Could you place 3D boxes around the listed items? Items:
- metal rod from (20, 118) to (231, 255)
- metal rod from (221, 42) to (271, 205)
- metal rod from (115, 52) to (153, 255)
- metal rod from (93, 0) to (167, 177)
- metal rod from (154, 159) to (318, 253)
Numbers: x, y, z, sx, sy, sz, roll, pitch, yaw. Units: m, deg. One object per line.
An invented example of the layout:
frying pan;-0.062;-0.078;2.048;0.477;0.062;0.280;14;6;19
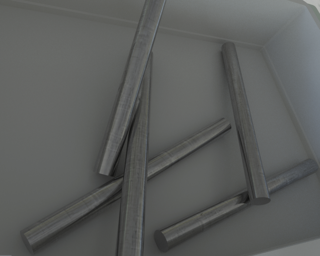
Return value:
metal rod;-0.012;0.050;0.369;0.302;0.025;0.025;-26;77;-37
metal rod;0.125;-0.028;0.474;0.025;0.025;0.300;16;50;-20
metal rod;-0.025;0.006;0.365;0.025;0.025;0.300;18;47;-19
metal rod;-0.024;-0.090;0.371;0.025;0.025;0.299;19;79;-18
metal rod;0.123;0.092;0.417;0.303;0.025;0.025;-14;69;-34
